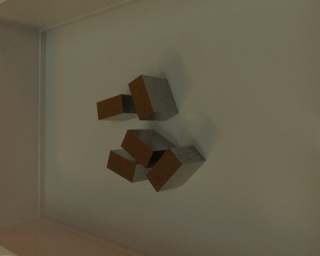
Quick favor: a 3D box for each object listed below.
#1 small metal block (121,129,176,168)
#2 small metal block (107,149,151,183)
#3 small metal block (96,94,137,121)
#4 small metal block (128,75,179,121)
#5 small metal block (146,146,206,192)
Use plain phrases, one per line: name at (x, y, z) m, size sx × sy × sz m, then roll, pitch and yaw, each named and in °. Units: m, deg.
small metal block at (-0.013, 0.025, 0.399) m, size 0.050 × 0.050 × 0.025 m, roll 37°, pitch 113°, yaw 33°
small metal block at (-0.034, 0.049, 0.417) m, size 0.050 × 0.050 × 0.025 m, roll 22°, pitch 104°, yaw 37°
small metal block at (-0.051, -0.027, 0.430) m, size 0.050 × 0.050 × 0.025 m, roll -13°, pitch 82°, yaw 39°
small metal block at (-0.008, -0.037, 0.395) m, size 0.025 × 0.050 × 0.050 m, roll -29°, pitch 72°, yaw 36°
small metal block at (0.020, 0.048, 0.373) m, size 0.050 × 0.050 × 0.025 m, roll -52°, pitch 60°, yaw 27°
